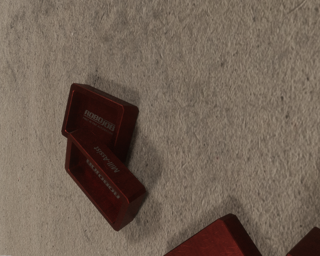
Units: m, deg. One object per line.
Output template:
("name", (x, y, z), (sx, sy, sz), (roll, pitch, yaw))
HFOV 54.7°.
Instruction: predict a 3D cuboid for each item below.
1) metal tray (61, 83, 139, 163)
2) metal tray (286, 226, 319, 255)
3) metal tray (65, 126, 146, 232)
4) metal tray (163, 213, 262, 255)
("metal tray", (-0.097, -0.010, 0.479), (0.130, 0.030, 0.089), (25, 106, 36))
("metal tray", (0.113, 0.158, 0.268), (0.030, 0.091, 0.129), (27, 107, 36))
("metal tray", (-0.082, 0.070, 0.433), (0.130, 0.030, 0.089), (44, 138, 21))
("metal tray", (0.056, 0.169, 0.354), (0.129, 0.030, 0.090), (-46, 63, 30))
